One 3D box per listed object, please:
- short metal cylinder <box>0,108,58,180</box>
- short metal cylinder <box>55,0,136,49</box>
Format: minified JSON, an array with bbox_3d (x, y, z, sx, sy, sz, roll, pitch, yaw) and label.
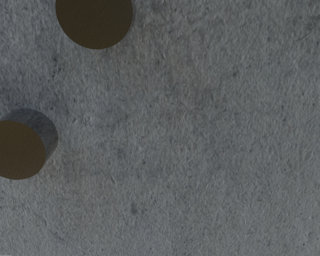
[{"bbox_3d":[-0.180,0.020,0.401,0.081,0.050,0.079,0,110,-1],"label":"short metal cylinder"},{"bbox_3d":[-0.069,-0.132,0.347,0.081,0.050,0.079,0,110,-1],"label":"short metal cylinder"}]
